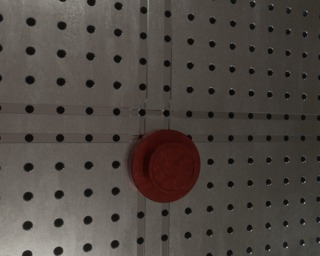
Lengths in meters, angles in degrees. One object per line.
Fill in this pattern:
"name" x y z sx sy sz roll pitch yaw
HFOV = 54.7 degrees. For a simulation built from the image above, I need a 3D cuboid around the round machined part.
"round machined part" 0.010 0.050 0.409 0.099 0.042 0.097 0 91 -20
